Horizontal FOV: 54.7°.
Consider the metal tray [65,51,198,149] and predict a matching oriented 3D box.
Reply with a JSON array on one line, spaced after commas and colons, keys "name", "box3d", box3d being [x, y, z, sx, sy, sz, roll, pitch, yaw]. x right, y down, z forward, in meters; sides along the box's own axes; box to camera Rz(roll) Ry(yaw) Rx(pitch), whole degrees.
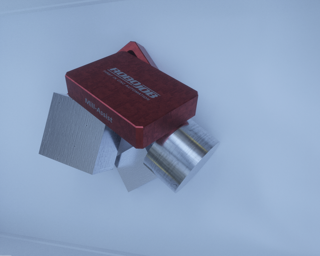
[{"name": "metal tray", "box3d": [-0.034, -0.039, 0.354, 0.130, 0.091, 0.030, 35, 140, 31]}]

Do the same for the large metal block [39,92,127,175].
[{"name": "large metal block", "box3d": [-0.096, 0.005, 0.394, 0.080, 0.050, 0.080, 17, 96, 18]}]

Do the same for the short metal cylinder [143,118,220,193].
[{"name": "short metal cylinder", "box3d": [0.026, 0.031, 0.370, 0.050, 0.080, 0.080, 41, 103, 15]}]

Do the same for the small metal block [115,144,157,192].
[{"name": "small metal block", "box3d": [-0.028, 0.051, 0.418, 0.050, 0.025, 0.050, -30, 80, 17]}]

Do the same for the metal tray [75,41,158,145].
[{"name": "metal tray", "box3d": [-0.057, -0.043, 0.425, 0.130, 0.030, 0.090, -35, 79, 16]}]
